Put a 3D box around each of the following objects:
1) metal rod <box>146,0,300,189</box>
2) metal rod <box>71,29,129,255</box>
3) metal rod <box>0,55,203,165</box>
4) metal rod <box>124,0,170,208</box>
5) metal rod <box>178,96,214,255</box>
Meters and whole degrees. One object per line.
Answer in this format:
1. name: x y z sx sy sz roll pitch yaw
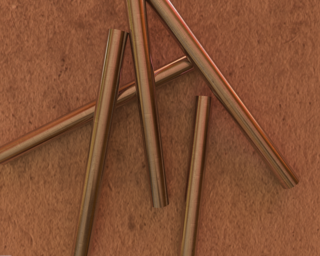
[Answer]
1. metal rod: 0.083 -0.044 0.392 0.025 0.025 0.300 -38 98 0
2. metal rod: -0.078 0.029 0.390 0.025 0.025 0.298 11 97 -1
3. metal rod: -0.076 -0.029 0.409 0.301 0.025 0.025 -27 90 -1
4. metal rod: -0.017 -0.045 0.385 0.025 0.025 0.298 -7 100 0
5. metal rod: 0.043 0.107 0.410 0.025 0.025 0.298 6 90 -1
